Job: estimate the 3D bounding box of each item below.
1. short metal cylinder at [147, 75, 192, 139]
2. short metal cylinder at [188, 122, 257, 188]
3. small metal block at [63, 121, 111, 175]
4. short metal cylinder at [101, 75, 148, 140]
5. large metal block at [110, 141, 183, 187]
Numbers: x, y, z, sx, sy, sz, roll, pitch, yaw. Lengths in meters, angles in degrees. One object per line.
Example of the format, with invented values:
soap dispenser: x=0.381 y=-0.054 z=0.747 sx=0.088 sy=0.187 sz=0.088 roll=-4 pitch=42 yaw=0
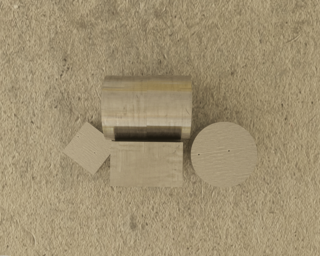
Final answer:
short metal cylinder: x=0.010 y=-0.025 z=0.384 sx=0.050 sy=0.080 sz=0.079 roll=1 pitch=90 yaw=0
short metal cylinder: x=0.077 y=0.032 z=0.399 sx=0.081 sy=0.050 sz=0.079 roll=0 pitch=90 yaw=0
small metal block: x=-0.090 y=0.026 z=0.411 sx=0.050 sy=0.025 sz=0.050 roll=38 pitch=90 yaw=0
short metal cylinder: x=-0.040 y=-0.025 z=0.384 sx=0.050 sy=0.080 sz=0.079 roll=1 pitch=90 yaw=0
large metal block: x=-0.015 y=0.040 z=0.384 sx=0.081 sy=0.080 sz=0.050 roll=1 pitch=90 yaw=0
